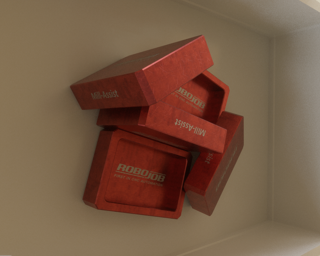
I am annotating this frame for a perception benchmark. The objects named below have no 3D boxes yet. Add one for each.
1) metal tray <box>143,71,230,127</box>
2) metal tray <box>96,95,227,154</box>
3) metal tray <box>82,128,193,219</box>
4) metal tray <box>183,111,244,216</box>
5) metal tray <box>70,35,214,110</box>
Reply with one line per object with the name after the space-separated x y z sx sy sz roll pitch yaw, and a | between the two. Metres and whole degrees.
0.040 -0.043 0.437 0.131 0.030 0.090 27 73 -37 | metal tray
0.004 0.000 0.366 0.131 0.090 0.030 20 78 -39 | metal tray
-0.021 0.059 0.384 0.131 0.030 0.090 20 77 -38 | metal tray
0.083 0.051 0.447 0.130 0.030 0.090 -58 152 -24 | metal tray
-0.023 -0.054 0.317 0.091 0.130 0.030 -37 113 -34 | metal tray
